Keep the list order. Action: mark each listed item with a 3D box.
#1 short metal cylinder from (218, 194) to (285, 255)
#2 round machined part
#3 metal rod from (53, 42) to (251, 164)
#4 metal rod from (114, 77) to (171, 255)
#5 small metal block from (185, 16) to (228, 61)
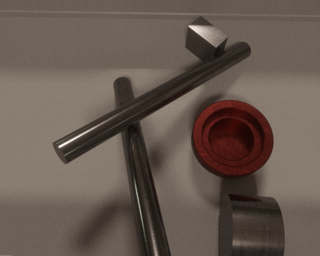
[{"bbox_3d":[0.096,0.114,0.340,0.050,0.080,0.080,4,70,1],"label":"short metal cylinder"},{"bbox_3d":[0.089,0.017,0.396,0.099,0.042,0.098,0,70,-1],"label":"round machined part"},{"bbox_3d":[0.012,-0.045,0.379,0.302,0.025,0.025,-32,73,-30],"label":"metal rod"},{"bbox_3d":[-0.023,0.040,0.326,0.025,0.025,0.300,-12,44,-5],"label":"metal rod"},{"bbox_3d":[0.065,-0.122,0.442,0.050,0.050,0.025,42,75,13],"label":"small metal block"}]
